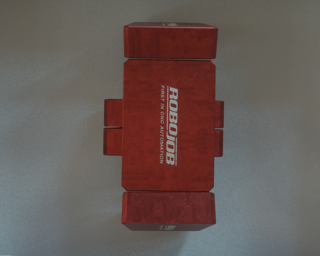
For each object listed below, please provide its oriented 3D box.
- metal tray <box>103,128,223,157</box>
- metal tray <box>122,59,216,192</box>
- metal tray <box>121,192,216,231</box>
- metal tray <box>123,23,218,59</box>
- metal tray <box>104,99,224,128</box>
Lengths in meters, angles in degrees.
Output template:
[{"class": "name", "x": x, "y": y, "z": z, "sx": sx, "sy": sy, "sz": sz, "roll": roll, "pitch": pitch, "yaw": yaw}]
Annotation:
[{"class": "metal tray", "x": 0.004, "y": 0.015, "z": 0.378, "sx": 0.131, "sy": 0.090, "sz": 0.030, "roll": 1, "pitch": 90, "yaw": 0}, {"class": "metal tray", "x": 0.008, "y": -0.002, "z": 0.317, "sx": 0.091, "sy": 0.030, "sz": 0.129, "roll": 1, "pitch": 90, "yaw": -1}, {"class": "metal tray", "x": 0.008, "y": 0.099, "z": 0.356, "sx": 0.091, "sy": 0.130, "sz": 0.030, "roll": 0, "pitch": 69, "yaw": -1}, {"class": "metal tray", "x": 0.010, "y": -0.104, "z": 0.357, "sx": 0.091, "sy": 0.130, "sz": 0.030, "roll": 1, "pitch": 111, "yaw": 0}, {"class": "metal tray", "x": 0.005, "y": -0.016, "z": 0.378, "sx": 0.131, "sy": 0.090, "sz": 0.030, "roll": 1, "pitch": 90, "yaw": 0}]
